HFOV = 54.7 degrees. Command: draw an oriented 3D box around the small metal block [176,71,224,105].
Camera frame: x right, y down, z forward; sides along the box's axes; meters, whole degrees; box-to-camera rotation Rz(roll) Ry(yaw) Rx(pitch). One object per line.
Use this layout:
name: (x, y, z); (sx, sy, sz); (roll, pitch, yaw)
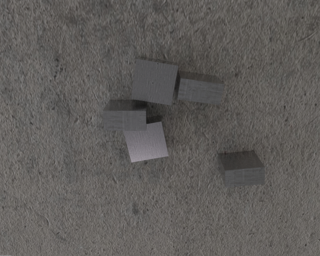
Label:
small metal block: (0.047, -0.050, 0.378); (0.050, 0.050, 0.025); (8, 110, -3)

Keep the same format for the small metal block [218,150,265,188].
small metal block: (0.108, 0.054, 0.417); (0.050, 0.050, 0.025); (-5, 110, 2)

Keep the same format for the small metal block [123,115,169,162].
small metal block: (-0.018, 0.014, 0.415); (0.050, 0.025, 0.050); (-10, 111, 3)

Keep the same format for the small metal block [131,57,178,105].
small metal block: (-0.007, -0.059, 0.388); (0.050, 0.025, 0.050); (9, 110, -4)

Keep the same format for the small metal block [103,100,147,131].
small metal block: (-0.041, -0.017, 0.390); (0.050, 0.050, 0.025); (0, 110, 0)
